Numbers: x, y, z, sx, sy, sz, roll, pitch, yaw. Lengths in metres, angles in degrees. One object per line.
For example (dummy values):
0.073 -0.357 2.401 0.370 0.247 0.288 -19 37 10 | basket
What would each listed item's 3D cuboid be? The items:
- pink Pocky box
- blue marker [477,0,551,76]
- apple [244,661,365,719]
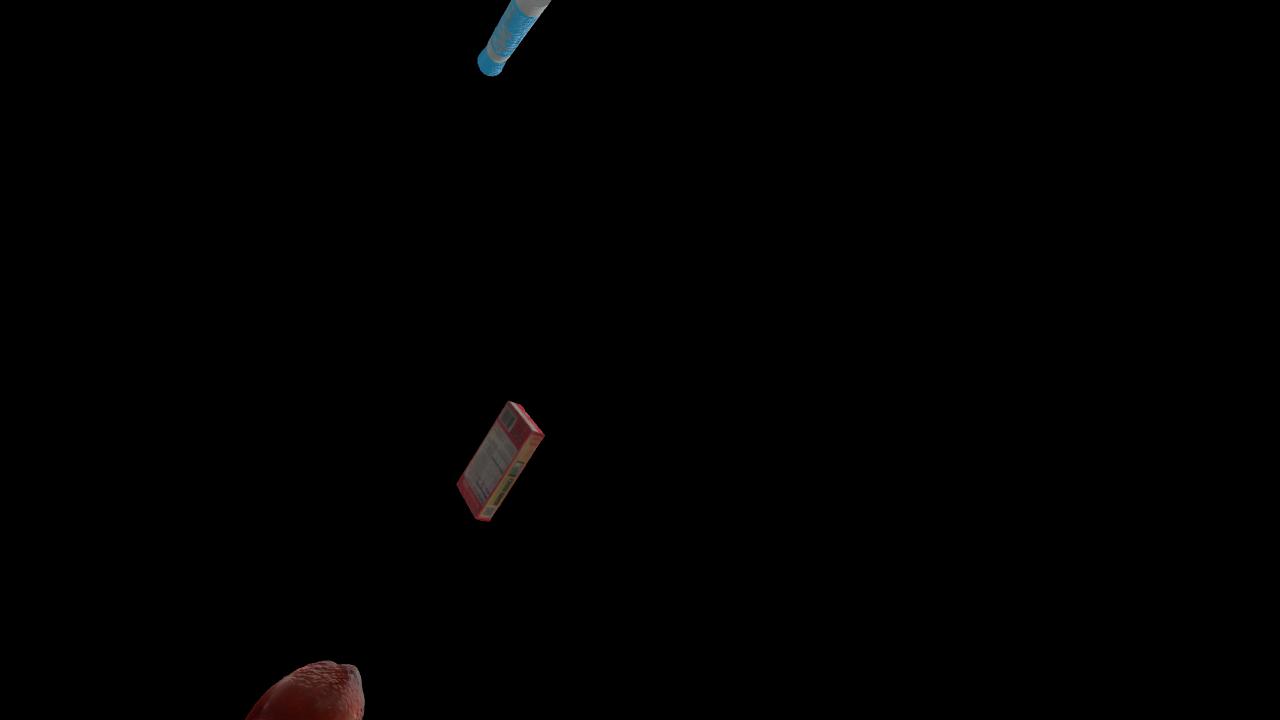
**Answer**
-0.203 0.145 0.885 0.029 0.155 0.084 26 10 -45 | pink Pocky box
-0.086 -0.217 0.408 0.020 0.020 0.121 0 3 -27 | blue marker
-0.244 0.267 0.447 0.079 0.079 0.093 0 11 6 | apple
